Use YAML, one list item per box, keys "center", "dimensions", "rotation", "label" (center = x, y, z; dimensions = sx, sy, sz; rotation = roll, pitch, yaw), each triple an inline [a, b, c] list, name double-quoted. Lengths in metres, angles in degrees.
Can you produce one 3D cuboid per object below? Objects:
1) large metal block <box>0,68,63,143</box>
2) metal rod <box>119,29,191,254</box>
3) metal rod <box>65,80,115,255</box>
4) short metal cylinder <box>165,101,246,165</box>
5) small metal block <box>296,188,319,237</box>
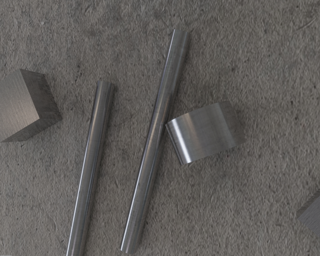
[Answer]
- center: [-0.208, -0.032, 0.469]
  dimensions: [0.080, 0.050, 0.080]
  rotation: [-27, 81, 18]
  label: "large metal block"
- center: [-0.008, 0.021, 0.411]
  dimensions: [0.025, 0.025, 0.298]
  rotation: [16, 95, 19]
  label: "metal rod"
- center: [-0.105, 0.082, 0.445]
  dimensions: [0.025, 0.025, 0.298]
  rotation: [13, 94, 19]
  label: "metal rod"
- center: [0.053, 0.007, 0.361]
  dimensions: [0.080, 0.080, 0.050]
  rotation: [-22, 83, 18]
  label: "short metal cylinder"
- center: [0.189, 0.097, 0.342]
  dimensions: [0.050, 0.025, 0.050]
  rotation: [41, 103, 15]
  label: "small metal block"
